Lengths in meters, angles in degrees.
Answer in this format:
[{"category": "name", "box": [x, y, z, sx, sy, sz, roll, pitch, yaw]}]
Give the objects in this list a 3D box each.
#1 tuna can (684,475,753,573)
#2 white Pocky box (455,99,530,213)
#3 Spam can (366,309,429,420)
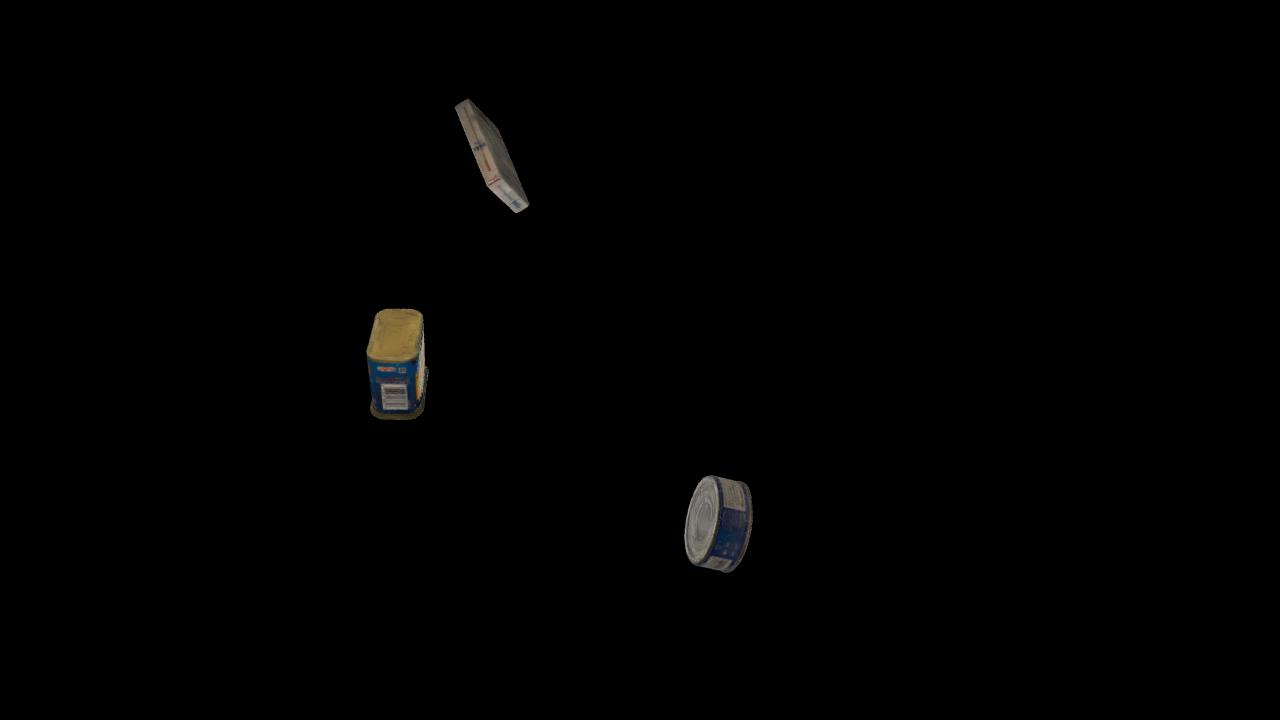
[{"category": "tuna can", "box": [0.071, 0.151, 0.569, 0.034, 0.084, 0.084, 15, -3, -12]}, {"category": "white Pocky box", "box": [-0.211, -0.293, 0.885, 0.028, 0.154, 0.084, -28, -20, 10]}, {"category": "Spam can", "box": [-0.274, 0.003, 0.697, 0.058, 0.085, 0.101, 1, 39, -15]}]
